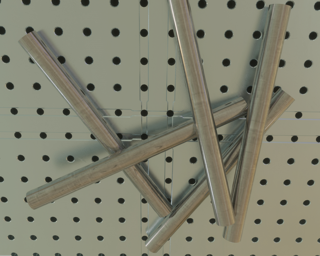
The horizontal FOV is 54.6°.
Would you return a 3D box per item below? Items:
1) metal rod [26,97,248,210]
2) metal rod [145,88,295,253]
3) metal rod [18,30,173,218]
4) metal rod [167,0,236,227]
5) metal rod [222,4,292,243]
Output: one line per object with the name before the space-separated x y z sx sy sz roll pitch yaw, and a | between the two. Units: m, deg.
metal rod | -0.027 0.032 0.401 0.301 0.025 0.025 -24 109 -1
metal rod | 0.075 0.070 0.439 0.025 0.025 0.299 34 106 -12
metal rod | -0.076 0.007 0.415 0.025 0.025 0.300 -32 107 11
metal rod | 0.050 -0.025 0.373 0.025 0.025 0.298 -13 98 4
metal rod | 0.118 0.003 0.390 0.025 0.025 0.298 8 101 -3
